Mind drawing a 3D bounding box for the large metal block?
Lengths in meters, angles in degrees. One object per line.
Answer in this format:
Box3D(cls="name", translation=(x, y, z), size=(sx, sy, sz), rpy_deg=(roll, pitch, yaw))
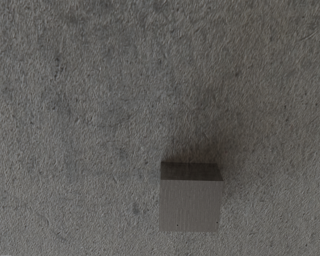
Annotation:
Box3D(cls="large metal block", translation=(0.040, 0.095, 0.432), size=(0.080, 0.050, 0.079), rpy_deg=(1, 110, -1))
